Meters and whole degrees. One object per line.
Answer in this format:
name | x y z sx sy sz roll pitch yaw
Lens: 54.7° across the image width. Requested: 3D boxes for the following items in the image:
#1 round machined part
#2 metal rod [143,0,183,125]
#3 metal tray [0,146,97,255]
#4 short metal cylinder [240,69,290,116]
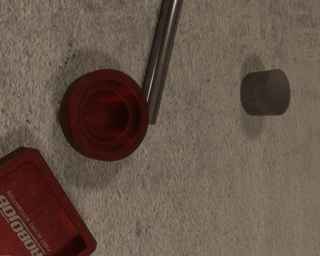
round machined part | -0.063 -0.014 0.342 0.099 0.042 0.097 0 90 -40
metal rod | 0.014 -0.151 0.417 0.025 0.025 0.299 21 77 -39
metal tray | -0.129 0.094 0.294 0.091 0.030 0.129 -38 114 -34
short metal cylinder | 0.187 -0.062 0.549 0.081 0.050 0.079 0 90 -40
